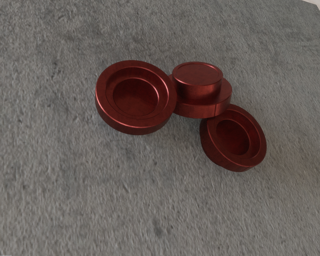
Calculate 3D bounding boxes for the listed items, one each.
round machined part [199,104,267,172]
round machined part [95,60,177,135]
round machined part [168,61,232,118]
[{"bbox_3d":[0.097,0.017,0.437,0.099,0.042,0.098,14,56,-21],"label":"round machined part"},{"bbox_3d":[-0.032,-0.034,0.390,0.099,0.042,0.098,6,61,-11],"label":"round machined part"},{"bbox_3d":[0.051,-0.059,0.430,0.099,0.042,0.098,0,38,0],"label":"round machined part"}]
